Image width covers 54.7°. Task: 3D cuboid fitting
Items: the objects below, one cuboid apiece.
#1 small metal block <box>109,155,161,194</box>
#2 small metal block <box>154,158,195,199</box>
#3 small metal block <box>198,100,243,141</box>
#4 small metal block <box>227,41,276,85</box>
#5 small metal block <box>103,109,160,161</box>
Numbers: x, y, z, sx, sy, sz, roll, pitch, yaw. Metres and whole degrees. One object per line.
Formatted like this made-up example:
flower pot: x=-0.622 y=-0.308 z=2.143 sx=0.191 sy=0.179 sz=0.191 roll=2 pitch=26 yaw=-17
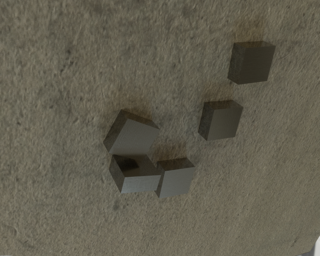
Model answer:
small metal block: x=-0.034 y=0.059 z=0.410 sx=0.050 sy=0.050 sz=0.025 roll=1 pitch=118 yaw=-30
small metal block: x=0.020 y=0.075 z=0.466 sx=0.050 sy=0.025 sz=0.050 roll=-4 pitch=120 yaw=-27
small metal block: x=0.087 y=-0.011 z=0.450 sx=0.050 sy=0.025 sz=0.050 roll=-6 pitch=121 yaw=-26
small metal block: x=0.124 y=-0.089 z=0.422 sx=0.050 sy=0.025 sz=0.050 roll=-10 pitch=123 yaw=-24
small metal block: x=-0.036 y=0.010 z=0.395 sx=0.050 sy=0.025 sz=0.050 roll=20 pitch=108 yaw=-36
